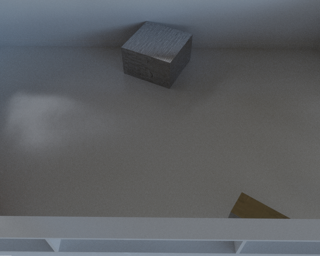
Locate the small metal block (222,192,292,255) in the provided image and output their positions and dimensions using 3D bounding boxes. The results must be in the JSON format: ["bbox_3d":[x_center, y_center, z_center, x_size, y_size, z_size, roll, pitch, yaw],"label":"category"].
[{"bbox_3d":[0.094,0.098,0.308,0.050,0.050,0.025,27,55,21],"label":"small metal block"}]

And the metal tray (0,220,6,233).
[{"bbox_3d":[-0.204,0.052,0.290,0.090,0.129,0.030,34,58,24],"label":"metal tray"}]

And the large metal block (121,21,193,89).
[{"bbox_3d":[-0.003,-0.116,0.487,0.080,0.050,0.080,21,53,16],"label":"large metal block"}]
